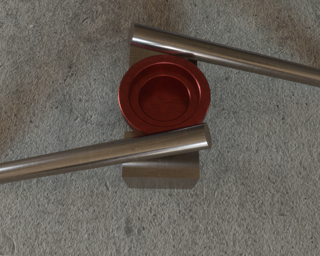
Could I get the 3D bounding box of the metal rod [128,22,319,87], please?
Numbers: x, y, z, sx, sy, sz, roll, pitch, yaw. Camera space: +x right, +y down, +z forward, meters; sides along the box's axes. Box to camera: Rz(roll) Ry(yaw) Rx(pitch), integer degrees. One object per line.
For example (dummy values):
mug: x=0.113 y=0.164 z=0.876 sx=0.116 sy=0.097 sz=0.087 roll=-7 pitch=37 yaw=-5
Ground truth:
metal rod: x=0.109 y=-0.083 z=0.384 sx=0.302 sy=0.025 sz=0.025 roll=7 pitch=69 yaw=-21

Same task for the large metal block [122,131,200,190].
large metal block: x=0.001 y=0.041 z=0.365 sx=0.081 sy=0.080 sz=0.050 roll=1 pitch=70 yaw=0

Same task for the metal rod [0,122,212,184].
metal rod: x=-0.094 y=0.035 z=0.336 sx=0.301 sy=0.025 sz=0.025 roll=-12 pitch=69 yaw=19

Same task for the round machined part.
round machined part: x=0.005 y=-0.030 z=0.349 sx=0.099 sy=0.042 sz=0.098 roll=0 pitch=70 yaw=-1

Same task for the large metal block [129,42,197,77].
large metal block: x=0.004 y=-0.072 z=0.406 sx=0.081 sy=0.080 sz=0.050 roll=1 pitch=70 yaw=0
